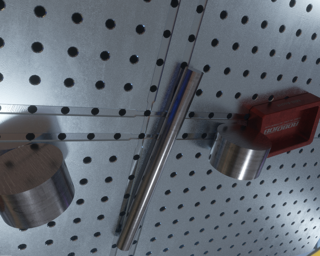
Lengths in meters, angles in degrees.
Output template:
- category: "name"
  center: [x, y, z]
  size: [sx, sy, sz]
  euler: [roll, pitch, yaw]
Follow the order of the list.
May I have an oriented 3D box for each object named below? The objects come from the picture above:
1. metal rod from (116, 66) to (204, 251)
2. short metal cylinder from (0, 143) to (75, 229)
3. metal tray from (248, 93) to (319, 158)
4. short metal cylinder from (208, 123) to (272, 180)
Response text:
- category: "metal rod"
  center: [-0.007, 0.057, 0.442]
  size: [0.025, 0.025, 0.298]
  euler: [8, 115, -32]
- category: "short metal cylinder"
  center: [-0.140, 0.061, 0.337]
  size: [0.081, 0.080, 0.050]
  euler: [-19, 126, -18]
- category: "metal tray"
  center: [0.207, -0.002, 0.518]
  size: [0.131, 0.030, 0.089]
  euler: [-14, 124, -21]
- category: "short metal cylinder"
  center: [0.117, 0.033, 0.460]
  size: [0.081, 0.080, 0.050]
  euler: [-2, 119, -28]
